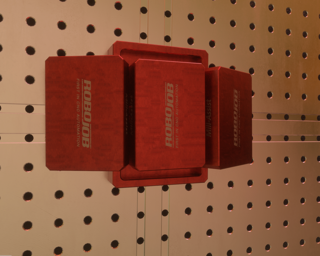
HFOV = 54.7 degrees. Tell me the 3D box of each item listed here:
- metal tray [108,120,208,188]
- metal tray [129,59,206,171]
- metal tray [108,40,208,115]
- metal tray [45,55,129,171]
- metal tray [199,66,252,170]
[{"bbox_3d":[-0.001,0.029,0.411,0.131,0.030,0.089,0,90,-21],"label":"metal tray"},{"bbox_3d":[0.009,-0.015,0.382,0.091,0.030,0.129,0,90,-21],"label":"metal tray"},{"bbox_3d":[-0.001,-0.061,0.410,0.131,0.030,0.089,0,90,-21],"label":"metal tray"},{"bbox_3d":[-0.084,-0.017,0.360,0.091,0.030,0.129,0,90,5],"label":"metal tray"},{"bbox_3d":[0.092,-0.013,0.425,0.091,0.030,0.129,-1,91,-47],"label":"metal tray"}]
